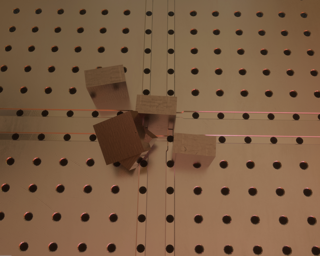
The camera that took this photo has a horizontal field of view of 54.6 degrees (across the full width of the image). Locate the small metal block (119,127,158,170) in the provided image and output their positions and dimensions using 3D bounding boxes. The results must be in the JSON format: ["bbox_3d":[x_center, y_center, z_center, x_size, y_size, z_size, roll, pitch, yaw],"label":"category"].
[{"bbox_3d":[-0.039,0.017,0.395,0.050,0.025,0.050,38,100,12],"label":"small metal block"}]

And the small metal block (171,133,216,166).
[{"bbox_3d":[0.041,0.028,0.389,0.050,0.050,0.025,5,70,2],"label":"small metal block"}]

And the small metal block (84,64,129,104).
[{"bbox_3d":[-0.070,-0.058,0.420,0.050,0.050,0.025,-10,71,-4],"label":"small metal block"}]

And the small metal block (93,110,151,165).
[{"bbox_3d":[-0.045,0.012,0.370,0.050,0.025,0.050,-21,86,15],"label":"small metal block"}]

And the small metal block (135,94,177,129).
[{"bbox_3d":[-0.004,-0.020,0.406,0.050,0.050,0.025,3,70,1],"label":"small metal block"}]
